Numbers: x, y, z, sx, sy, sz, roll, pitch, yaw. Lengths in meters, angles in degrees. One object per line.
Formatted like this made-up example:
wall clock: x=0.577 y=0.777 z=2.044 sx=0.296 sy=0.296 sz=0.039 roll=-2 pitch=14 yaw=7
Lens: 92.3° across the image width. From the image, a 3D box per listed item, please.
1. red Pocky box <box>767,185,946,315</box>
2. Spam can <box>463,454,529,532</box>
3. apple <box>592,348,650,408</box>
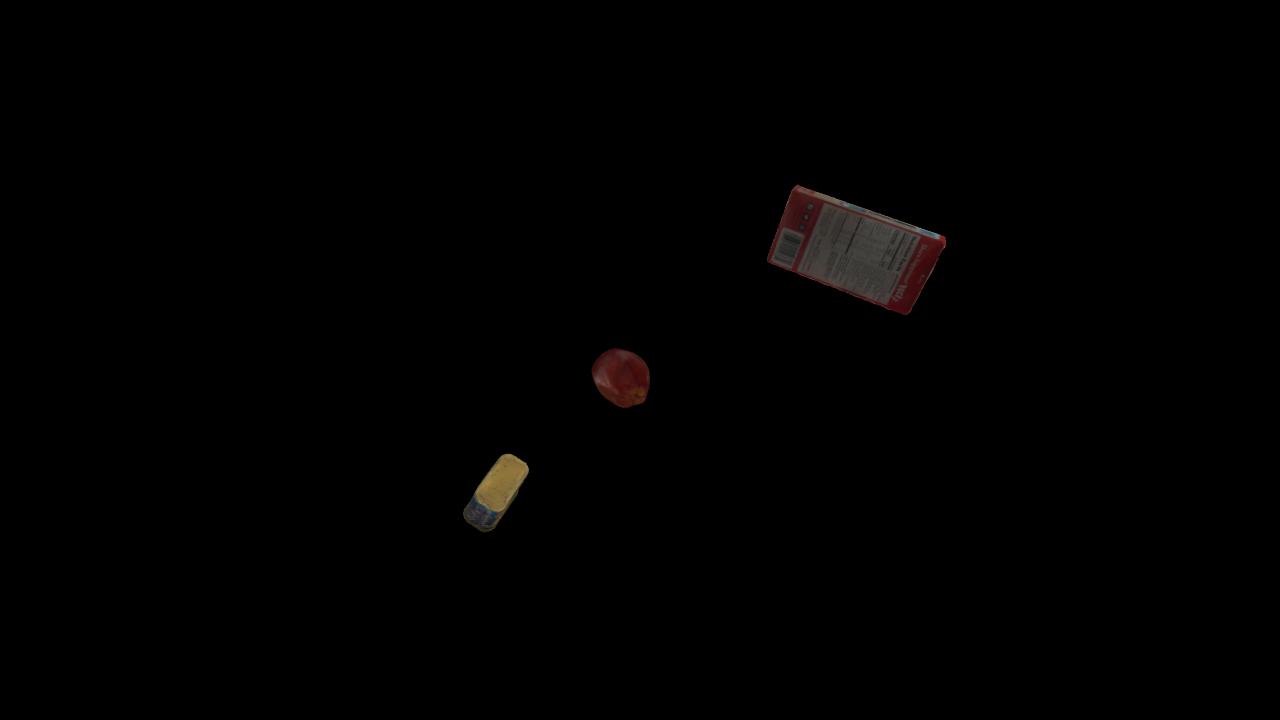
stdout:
red Pocky box: x=0.215 y=-0.112 z=0.626 sx=0.155 sy=0.083 sz=0.028 roll=25 pitch=32 yaw=14
Spam can: x=-0.226 y=0.207 z=0.970 sx=0.058 sy=0.101 sz=0.085 roll=33 pitch=-43 yaw=-2
apple: x=-0.025 y=0.025 z=0.883 sx=0.079 sy=0.079 sz=0.093 roll=0 pitch=30 yaw=-32
